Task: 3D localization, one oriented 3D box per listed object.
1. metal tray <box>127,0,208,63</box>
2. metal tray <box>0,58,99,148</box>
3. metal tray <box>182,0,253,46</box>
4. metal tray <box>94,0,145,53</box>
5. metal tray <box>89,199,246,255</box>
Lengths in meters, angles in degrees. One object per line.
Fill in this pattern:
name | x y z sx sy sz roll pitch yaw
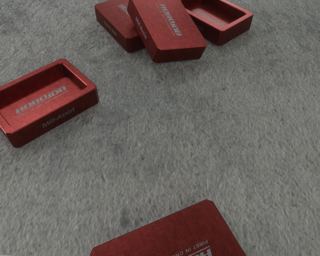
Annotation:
metal tray | 0.010 -0.168 0.513 0.091 0.030 0.130 -12 62 -26
metal tray | -0.164 -0.040 0.431 0.131 0.030 0.090 -35 58 -26
metal tray | 0.093 -0.209 0.575 0.091 0.030 0.130 -35 58 -27
metal tray | -0.050 -0.194 0.563 0.091 0.030 0.130 -26 55 -21
metal tray | 0.012 0.133 0.289 0.131 0.030 0.090 -19 53 -16
